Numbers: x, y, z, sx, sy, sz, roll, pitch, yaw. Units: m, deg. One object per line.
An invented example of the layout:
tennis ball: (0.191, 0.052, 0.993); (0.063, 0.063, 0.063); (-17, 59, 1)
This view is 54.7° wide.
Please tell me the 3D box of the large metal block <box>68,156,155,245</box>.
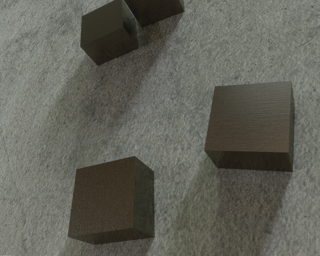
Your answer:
large metal block: (-0.054, 0.086, 0.362); (0.080, 0.050, 0.080); (-14, 56, 20)

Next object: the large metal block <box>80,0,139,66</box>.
large metal block: (-0.087, -0.166, 0.533); (0.080, 0.050, 0.080); (-19, 54, 16)

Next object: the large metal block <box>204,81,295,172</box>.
large metal block: (0.100, -0.001, 0.336); (0.080, 0.050, 0.080); (-1, 61, 27)

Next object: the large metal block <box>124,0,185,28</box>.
large metal block: (-0.013, -0.225, 0.512); (0.080, 0.080, 0.050); (-14, 56, 20)
